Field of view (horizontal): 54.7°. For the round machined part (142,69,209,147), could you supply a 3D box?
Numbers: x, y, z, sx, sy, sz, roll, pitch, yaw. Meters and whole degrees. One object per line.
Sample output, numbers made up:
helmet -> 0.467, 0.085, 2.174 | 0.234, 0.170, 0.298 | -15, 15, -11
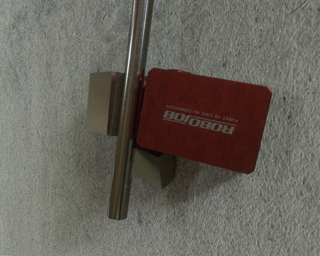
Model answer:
round machined part -> 0.010, -0.025, 0.387 | 0.098, 0.042, 0.097 | 0, 90, 40

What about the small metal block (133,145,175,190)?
small metal block -> -0.010, 0.044, 0.402 | 0.050, 0.025, 0.050 | 20, 129, 38

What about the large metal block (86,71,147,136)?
large metal block -> -0.062, -0.034, 0.427 | 0.080, 0.050, 0.079 | 13, 99, 57

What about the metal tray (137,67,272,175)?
metal tray -> 0.046, -0.011, 0.337 | 0.130, 0.030, 0.089 | 13, 100, 18

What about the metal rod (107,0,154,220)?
metal rod -> -0.035, -0.036, 0.381 | 0.025, 0.025, 0.298 | 10, 94, 39
